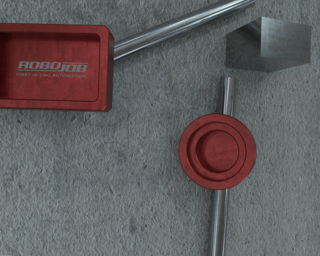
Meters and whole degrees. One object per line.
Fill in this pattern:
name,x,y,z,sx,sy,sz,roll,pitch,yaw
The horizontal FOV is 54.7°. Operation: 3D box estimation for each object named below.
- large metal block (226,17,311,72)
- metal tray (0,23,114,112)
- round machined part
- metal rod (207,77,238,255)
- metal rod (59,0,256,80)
large metal block,0.150,-0.113,0.437,0.081,0.080,0.050,2,90,-20
metal tray,-0.119,-0.064,0.337,0.131,0.030,0.089,2,89,1
round machined part,0.078,0.031,0.412,0.098,0.042,0.097,-1,87,21
metal rod,0.088,0.078,0.443,0.025,0.025,0.298,5,88,-20
metal rod,0.006,-0.126,0.411,0.302,0.025,0.025,-27,100,-18
